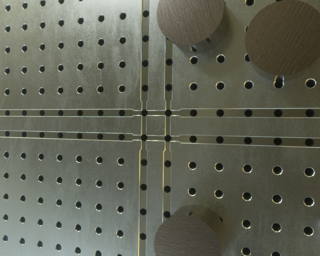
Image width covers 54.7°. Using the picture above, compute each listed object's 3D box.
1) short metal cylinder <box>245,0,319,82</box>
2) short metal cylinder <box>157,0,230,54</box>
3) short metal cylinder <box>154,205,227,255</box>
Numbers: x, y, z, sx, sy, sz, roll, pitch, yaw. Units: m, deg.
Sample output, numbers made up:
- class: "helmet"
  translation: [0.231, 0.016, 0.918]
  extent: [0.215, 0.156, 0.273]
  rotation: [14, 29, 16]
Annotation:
- class: "short metal cylinder"
  translation: [0.140, -0.095, 0.350]
  extent: [0.080, 0.050, 0.079]
  rotation: [0, 90, 19]
- class: "short metal cylinder"
  translation: [0.042, -0.137, 0.384]
  extent: [0.080, 0.050, 0.079]
  rotation: [0, 90, 19]
- class: "short metal cylinder"
  translation: [0.039, 0.141, 0.385]
  extent: [0.080, 0.050, 0.079]
  rotation: [0, 90, 19]
